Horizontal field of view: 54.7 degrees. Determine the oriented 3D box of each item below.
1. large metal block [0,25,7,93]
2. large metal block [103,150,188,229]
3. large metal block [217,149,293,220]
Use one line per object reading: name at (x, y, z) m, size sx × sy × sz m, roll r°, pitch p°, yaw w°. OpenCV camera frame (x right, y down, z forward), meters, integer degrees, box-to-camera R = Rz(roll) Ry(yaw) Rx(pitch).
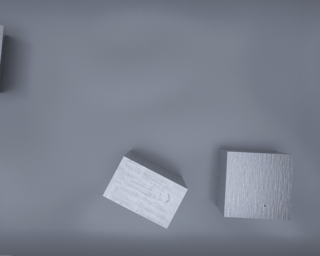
large metal block at (-0.240, -0.089, 0.383) m, size 0.081 × 0.050 × 0.079 m, roll 5°, pitch 90°, yaw -22°
large metal block at (-0.016, 0.071, 0.384) m, size 0.080 × 0.080 × 0.050 m, roll 28°, pitch 90°, yaw -1°
large metal block at (0.120, 0.070, 0.401) m, size 0.081 × 0.050 × 0.079 m, roll 3°, pitch 90°, yaw -1°
